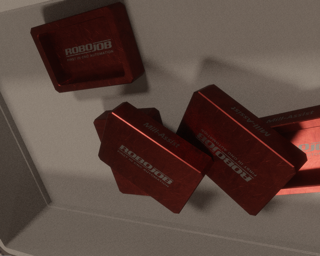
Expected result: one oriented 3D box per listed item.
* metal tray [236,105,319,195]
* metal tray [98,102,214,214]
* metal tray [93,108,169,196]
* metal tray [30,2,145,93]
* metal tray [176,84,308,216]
[{"bbox_3d":[0.155,0.027,0.339,0.130,0.030,0.090,-14,112,33],"label":"metal tray"},{"bbox_3d":[-0.011,0.038,0.381,0.130,0.030,0.089,34,134,12],"label":"metal tray"},{"bbox_3d":[-0.032,0.037,0.444,0.090,0.030,0.129,-2,118,28],"label":"metal tray"},{"bbox_3d":[-0.093,-0.097,0.392,0.130,0.030,0.089,-3,117,29],"label":"metal tray"},{"bbox_3d":[0.081,0.024,0.347,0.130,0.030,0.089,42,137,22],"label":"metal tray"}]
